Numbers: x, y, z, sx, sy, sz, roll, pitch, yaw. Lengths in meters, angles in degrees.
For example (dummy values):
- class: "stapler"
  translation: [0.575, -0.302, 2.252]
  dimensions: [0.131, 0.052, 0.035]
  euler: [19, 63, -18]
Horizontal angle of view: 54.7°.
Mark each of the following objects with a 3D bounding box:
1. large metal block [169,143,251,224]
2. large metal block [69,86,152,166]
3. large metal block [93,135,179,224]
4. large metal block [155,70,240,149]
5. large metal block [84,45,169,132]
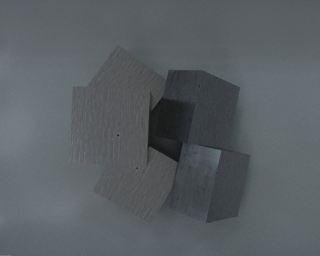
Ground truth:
- class: "large metal block"
  translation: [0.063, 0.064, 0.376]
  dimensions: [0.050, 0.080, 0.080]
  euler: [12, 90, 39]
- class: "large metal block"
  translation: [-0.052, -0.002, 0.345]
  dimensions: [0.081, 0.050, 0.079]
  euler: [3, 89, 1]
- class: "large metal block"
  translation: [-0.026, 0.060, 0.394]
  dimensions: [0.080, 0.050, 0.080]
  euler: [30, 90, -1]
- class: "large metal block"
  translation: [0.048, -0.021, 0.377]
  dimensions: [0.081, 0.050, 0.080]
  euler: [11, 90, -45]
- class: "large metal block"
  translation: [-0.042, -0.045, 0.397]
  dimensions: [0.080, 0.050, 0.080]
  euler: [36, 90, -1]
